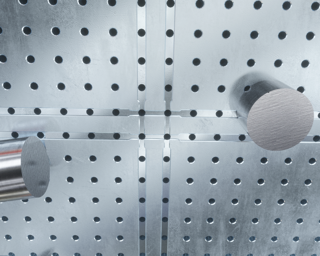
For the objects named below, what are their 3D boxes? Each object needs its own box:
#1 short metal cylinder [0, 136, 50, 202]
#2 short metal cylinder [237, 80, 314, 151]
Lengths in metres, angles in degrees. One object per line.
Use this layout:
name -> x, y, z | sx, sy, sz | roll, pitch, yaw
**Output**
short metal cylinder -> -0.184, 0.053, 0.401 | 0.050, 0.080, 0.079 | -8, 110, 3
short metal cylinder -> 0.145, -0.017, 0.396 | 0.081, 0.050, 0.079 | 0, 110, -1
